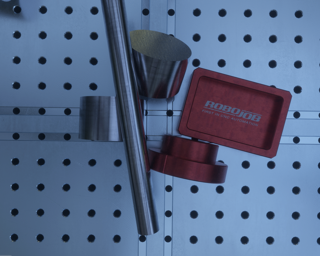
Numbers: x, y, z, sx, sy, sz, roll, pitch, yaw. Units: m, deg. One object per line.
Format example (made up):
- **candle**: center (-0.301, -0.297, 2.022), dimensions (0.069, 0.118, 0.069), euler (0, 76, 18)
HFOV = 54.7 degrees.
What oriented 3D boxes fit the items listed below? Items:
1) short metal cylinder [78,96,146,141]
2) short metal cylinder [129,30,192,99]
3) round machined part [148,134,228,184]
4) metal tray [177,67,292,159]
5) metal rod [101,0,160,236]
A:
- **short metal cylinder**: center (-0.059, -0.011, 0.385), dimensions (0.081, 0.080, 0.050), euler (2, 90, 0)
- **short metal cylinder**: center (-0.007, -0.079, 0.379), dimensions (0.080, 0.080, 0.050), euler (17, 127, 0)
- **round machined part**: center (0.034, 0.034, 0.377), dimensions (0.099, 0.098, 0.042), euler (12, 90, 0)
- **metal tray**: center (0.096, -0.019, 0.411), dimensions (0.131, 0.030, 0.090), euler (15, 90, 0)
- **metal rod**: center (-0.035, -0.030, 0.338), dimensions (0.025, 0.025, 0.298), euler (-8, 96, 0)
